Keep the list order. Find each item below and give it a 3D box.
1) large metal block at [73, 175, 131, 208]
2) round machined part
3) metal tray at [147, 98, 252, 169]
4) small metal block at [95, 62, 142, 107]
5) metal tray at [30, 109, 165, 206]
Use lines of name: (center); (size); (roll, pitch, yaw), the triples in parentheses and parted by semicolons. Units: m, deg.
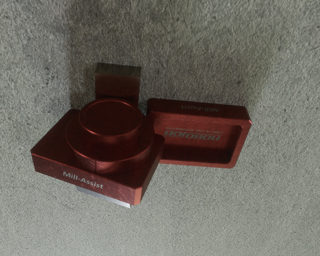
large metal block: (-0.070, 0.057, 0.415); (0.080, 0.050, 0.080); (16, 144, 9)
round machined part: (-0.055, 0.002, 0.347); (0.099, 0.098, 0.042); (5, 130, -5)
metal tray: (0.045, 0.010, 0.414); (0.131, 0.030, 0.089); (5, 130, -5)
small metal block: (-0.050, -0.048, 0.368); (0.050, 0.025, 0.050); (5, 130, -5)
metal tray: (-0.069, 0.029, 0.368); (0.131, 0.090, 0.030); (17, 131, 9)
